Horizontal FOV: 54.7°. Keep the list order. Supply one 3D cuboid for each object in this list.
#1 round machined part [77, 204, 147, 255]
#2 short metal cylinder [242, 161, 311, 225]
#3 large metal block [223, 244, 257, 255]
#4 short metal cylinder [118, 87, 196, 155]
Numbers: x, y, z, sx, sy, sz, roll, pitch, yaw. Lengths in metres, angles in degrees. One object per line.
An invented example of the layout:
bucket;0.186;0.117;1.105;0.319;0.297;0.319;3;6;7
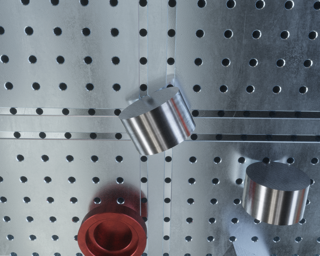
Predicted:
round machined part;-0.068;0.154;0.460;0.099;0.042;0.097;0;110;0
short metal cylinder;0.154;0.085;0.417;0.081;0.080;0.050;1;110;-1
large metal block;0.138;0.238;0.473;0.080;0.080;0.050;30;107;-11
short metal cylinder;-0.003;-0.010;0.380;0.080;0.080;0.050;-24;109;8
